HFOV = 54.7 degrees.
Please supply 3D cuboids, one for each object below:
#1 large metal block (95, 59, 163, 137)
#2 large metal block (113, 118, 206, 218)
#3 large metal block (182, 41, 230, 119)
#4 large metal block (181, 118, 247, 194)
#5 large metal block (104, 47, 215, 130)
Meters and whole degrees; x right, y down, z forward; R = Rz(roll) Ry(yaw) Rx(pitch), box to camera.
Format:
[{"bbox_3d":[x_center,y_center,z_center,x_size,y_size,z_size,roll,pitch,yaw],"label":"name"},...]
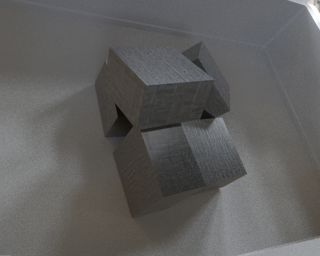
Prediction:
[{"bbox_3d":[-0.031,-0.036,0.395,0.081,0.050,0.080,-1,62,-29],"label":"large metal block"},{"bbox_3d":[-0.005,0.044,0.340,0.050,0.080,0.080,-7,65,-32],"label":"large metal block"},{"bbox_3d":[0.054,-0.062,0.424,0.080,0.050,0.080,54,26,-20],"label":"large metal block"},{"bbox_3d":[0.049,0.036,0.391,0.081,0.050,0.080,-6,65,-31],"label":"large metal block"},{"bbox_3d":[-0.004,-0.047,0.332,0.081,0.050,0.080,-10,42,-32],"label":"large metal block"}]
